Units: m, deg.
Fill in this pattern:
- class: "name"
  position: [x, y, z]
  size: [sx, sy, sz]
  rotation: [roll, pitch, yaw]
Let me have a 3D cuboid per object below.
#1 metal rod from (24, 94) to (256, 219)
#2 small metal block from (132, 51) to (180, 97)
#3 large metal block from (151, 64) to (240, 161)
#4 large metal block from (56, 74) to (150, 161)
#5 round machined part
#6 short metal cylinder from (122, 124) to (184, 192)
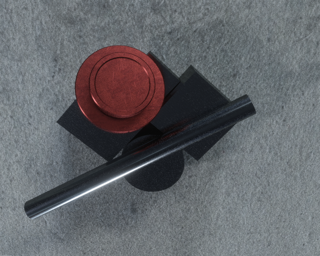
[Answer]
- class: "metal rod"
  position: [-0.031, 0.039, 0.371]
  size: [0.301, 0.025, 0.025]
  rotation: [-26, 108, 9]
- class: "small metal block"
  position: [-0.011, -0.060, 0.388]
  size: [0.050, 0.025, 0.050]
  rotation: [41, 105, -14]
- class: "large metal block"
  position: [0.043, -0.020, 0.391]
  size: [0.080, 0.050, 0.080]
  rotation: [40, 105, -14]
- class: "large metal block"
  position: [-0.066, -0.018, 0.389]
  size: [0.080, 0.050, 0.080]
  rotation: [40, 105, -14]
- class: "round machined part"
  position: [-0.042, -0.043, 0.338]
  size: [0.099, 0.042, 0.097]
  rotation: [1, 84, -12]
- class: "short metal cylinder"
  position: [-0.010, 0.037, 0.410]
  size: [0.081, 0.050, 0.079]
  rotation: [0, 110, -1]
